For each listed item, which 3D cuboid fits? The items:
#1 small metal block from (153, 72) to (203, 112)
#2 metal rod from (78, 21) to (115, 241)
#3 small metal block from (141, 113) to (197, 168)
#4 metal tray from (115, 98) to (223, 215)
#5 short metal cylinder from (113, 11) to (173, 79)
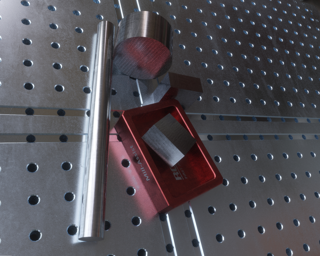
[{"bbox_3d":[0.024,-0.050,0.437,0.050,0.050,0.025,7,59,-25],"label":"small metal block"},{"bbox_3d":[-0.073,-0.019,0.381,0.025,0.025,0.299,12,57,-23],"label":"metal rod"},{"bbox_3d":[0.013,0.014,0.381,0.050,0.025,0.050,46,29,3],"label":"small metal block"},{"bbox_3d":[0.011,0.031,0.393,0.091,0.030,0.130,-17,71,-35],"label":"metal tray"},{"bbox_3d":[-0.022,-0.113,0.432,0.081,0.080,0.050,16,55,-20],"label":"short metal cylinder"}]
